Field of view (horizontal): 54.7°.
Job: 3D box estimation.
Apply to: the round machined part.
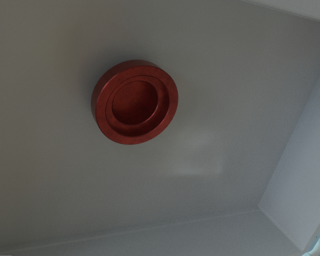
[{"bbox_3d":[-0.032,-0.032,0.360,0.099,0.042,0.097,-14,124,-21],"label":"round machined part"}]
